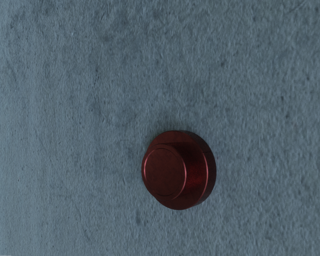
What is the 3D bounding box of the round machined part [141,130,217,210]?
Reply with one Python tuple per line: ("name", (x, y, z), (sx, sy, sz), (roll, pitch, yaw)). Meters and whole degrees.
("round machined part", (0.016, 0.052, 0.379), (0.098, 0.042, 0.097), (0, 90, 39))
